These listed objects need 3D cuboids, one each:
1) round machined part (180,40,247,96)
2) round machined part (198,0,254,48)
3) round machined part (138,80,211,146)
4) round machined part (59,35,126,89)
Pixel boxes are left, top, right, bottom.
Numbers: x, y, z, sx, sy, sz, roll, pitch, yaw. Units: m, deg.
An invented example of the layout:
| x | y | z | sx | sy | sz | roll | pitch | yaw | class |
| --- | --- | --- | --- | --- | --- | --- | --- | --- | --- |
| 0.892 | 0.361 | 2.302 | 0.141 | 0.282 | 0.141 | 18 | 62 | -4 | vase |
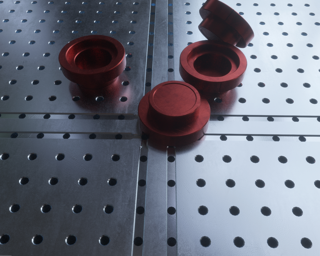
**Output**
| x | y | z | sx | sy | sz | roll | pitch | yaw | class |
| --- | --- | --- | --- | --- | --- | --- | --- | --- | --- |
| 0.078 | -0.087 | 0.470 | 0.099 | 0.042 | 0.098 | 0 | 51 | 0 | round machined part |
| 0.102 | -0.162 | 0.510 | 0.098 | 0.098 | 0.042 | 42 | 97 | 29 | round machined part |
| 0.019 | -0.027 | 0.419 | 0.099 | 0.042 | 0.098 | 0 | 50 | 0 | round machined part |
| -0.101 | -0.098 | 0.479 | 0.099 | 0.042 | 0.098 | 0 | 50 | 0 | round machined part |
